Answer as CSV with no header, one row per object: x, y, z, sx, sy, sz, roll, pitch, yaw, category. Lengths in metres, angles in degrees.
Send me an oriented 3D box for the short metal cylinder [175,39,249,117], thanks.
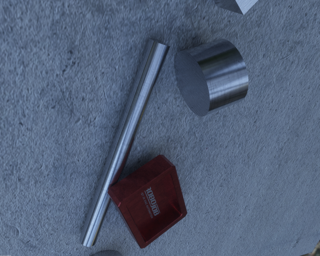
0.059,-0.059,0.367,0.050,0.080,0.080,-22,127,-16,short metal cylinder

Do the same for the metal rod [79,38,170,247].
-0.052,0.033,0.398,0.025,0.025,0.298,9,114,-32,metal rod

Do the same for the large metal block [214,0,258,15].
0.084,-0.182,0.324,0.080,0.050,0.080,-46,129,3,large metal block

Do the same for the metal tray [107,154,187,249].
-0.012,0.109,0.446,0.090,0.030,0.129,-33,136,-18,metal tray

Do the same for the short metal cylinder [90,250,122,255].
-0.089,0.243,0.493,0.081,0.050,0.079,-14,124,-21,short metal cylinder
